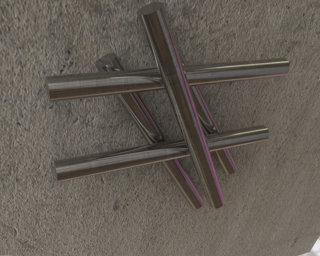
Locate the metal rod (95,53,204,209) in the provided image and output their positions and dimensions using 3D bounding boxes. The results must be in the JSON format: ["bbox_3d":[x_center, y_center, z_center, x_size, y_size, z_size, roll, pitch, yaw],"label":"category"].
[{"bbox_3d":[0.002,0.026,0.426,0.025,0.025,0.299,-35,129,-5],"label":"metal rod"}]

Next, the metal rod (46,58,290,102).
[{"bbox_3d":[0.029,-0.060,0.357,0.303,0.025,0.025,-9,123,-24],"label":"metal rod"}]

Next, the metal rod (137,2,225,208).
[{"bbox_3d":[0.038,0.001,0.367,0.025,0.025,0.299,-31,129,-9],"label":"metal rod"}]

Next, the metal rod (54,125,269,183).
[{"bbox_3d":[0.020,0.028,0.406,0.303,0.025,0.025,-9,122,-24],"label":"metal rod"}]

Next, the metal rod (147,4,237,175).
[{"bbox_3d":[0.052,-0.029,0.420,0.025,0.025,0.299,-37,130,-4],"label":"metal rod"}]
